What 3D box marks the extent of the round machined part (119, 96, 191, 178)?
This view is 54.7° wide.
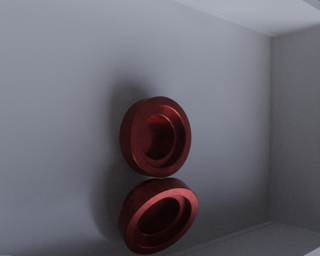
[{"bbox_3d":[-0.010,0.011,0.386,0.099,0.042,0.097,2,87,-41],"label":"round machined part"}]

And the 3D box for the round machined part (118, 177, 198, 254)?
[{"bbox_3d":[-0.006,0.100,0.374,0.099,0.042,0.097,-16,124,-25],"label":"round machined part"}]
